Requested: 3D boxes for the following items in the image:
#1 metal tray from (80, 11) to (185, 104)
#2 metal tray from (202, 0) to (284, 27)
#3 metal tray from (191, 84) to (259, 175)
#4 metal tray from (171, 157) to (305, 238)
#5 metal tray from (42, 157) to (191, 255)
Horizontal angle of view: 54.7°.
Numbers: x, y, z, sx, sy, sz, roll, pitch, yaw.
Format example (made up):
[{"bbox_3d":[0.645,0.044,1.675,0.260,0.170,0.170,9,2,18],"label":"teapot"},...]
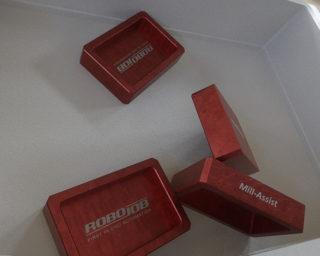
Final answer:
[{"bbox_3d":[-0.036,-0.104,0.441,0.090,0.030,0.131,43,55,1],"label":"metal tray"},{"bbox_3d":[0.157,-0.229,0.590,0.131,0.090,0.030,-8,85,-32],"label":"metal tray"},{"bbox_3d":[0.087,0.010,0.396,0.130,0.030,0.090,33,36,-60],"label":"metal tray"},{"bbox_3d":[0.085,0.085,0.357,0.131,0.090,0.030,27,60,-12],"label":"metal tray"},{"bbox_3d":[-0.041,0.093,0.324,0.131,0.030,0.090,-17,71,-35],"label":"metal tray"}]
